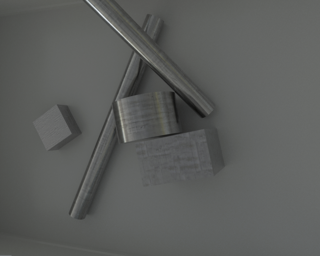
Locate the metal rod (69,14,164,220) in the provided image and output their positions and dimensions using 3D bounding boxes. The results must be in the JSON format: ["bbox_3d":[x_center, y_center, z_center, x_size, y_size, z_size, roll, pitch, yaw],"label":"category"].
[{"bbox_3d":[-0.063,-0.010,0.431,0.025,0.025,0.298,25,98,18],"label":"metal rod"}]

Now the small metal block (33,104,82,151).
[{"bbox_3d":[-0.154,0.000,0.463,0.050,0.025,0.050,-33,80,16],"label":"small metal block"}]

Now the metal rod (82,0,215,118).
[{"bbox_3d":[-0.045,-0.119,0.348,0.025,0.025,0.300,-43,107,15],"label":"metal rod"}]

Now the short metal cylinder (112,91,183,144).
[{"bbox_3d":[-0.016,-0.011,0.386,0.080,0.080,0.050,-12,86,19],"label":"short metal cylinder"}]

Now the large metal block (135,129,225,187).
[{"bbox_3d":[0.027,0.033,0.371,0.080,0.080,0.050,-12,86,19],"label":"large metal block"}]
